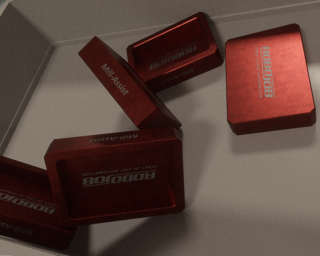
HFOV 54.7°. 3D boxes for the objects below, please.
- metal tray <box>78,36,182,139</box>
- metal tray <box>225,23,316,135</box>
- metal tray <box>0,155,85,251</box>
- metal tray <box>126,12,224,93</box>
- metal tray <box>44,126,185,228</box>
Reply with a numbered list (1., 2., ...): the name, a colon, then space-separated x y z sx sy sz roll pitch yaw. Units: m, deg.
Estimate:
1. metal tray: -0.035 -0.047 0.384 0.030 0.090 0.130 -43 69 8
2. metal tray: 0.128 -0.059 0.372 0.090 0.030 0.130 -8 58 23
3. metal tray: -0.157 0.081 0.355 0.090 0.131 0.030 -100 34 -63
4. metal tray: 0.018 -0.108 0.458 0.130 0.030 0.090 -21 54 15
5. metal tray: -0.042 0.051 0.322 0.131 0.089 0.030 -6 24 -5
